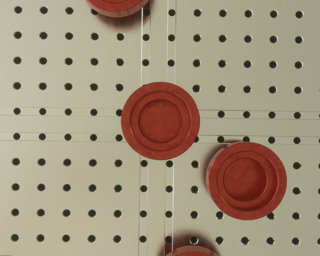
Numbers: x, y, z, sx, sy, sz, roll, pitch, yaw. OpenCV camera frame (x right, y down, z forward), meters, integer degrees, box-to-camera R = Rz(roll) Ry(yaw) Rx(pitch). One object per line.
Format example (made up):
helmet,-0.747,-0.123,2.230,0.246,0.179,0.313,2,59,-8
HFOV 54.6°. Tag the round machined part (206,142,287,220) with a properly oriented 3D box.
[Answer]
round machined part,0.109,0.066,0.406,0.099,0.042,0.097,0,90,0

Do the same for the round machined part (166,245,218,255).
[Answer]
round machined part,0.042,0.202,0.405,0.099,0.042,0.097,0,90,0

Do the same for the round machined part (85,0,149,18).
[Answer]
round machined part,-0.056,-0.193,0.404,0.099,0.042,0.097,0,90,0

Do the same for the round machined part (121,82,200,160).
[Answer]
round machined part,0.001,-0.009,0.405,0.099,0.042,0.097,0,90,0
